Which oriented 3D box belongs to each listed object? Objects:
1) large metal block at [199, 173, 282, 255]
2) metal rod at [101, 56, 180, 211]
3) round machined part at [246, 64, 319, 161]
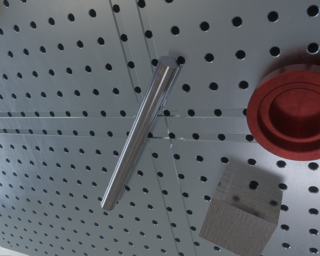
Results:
[{"bbox_3d":[0.106,0.120,0.413,0.080,0.050,0.079,21,127,15],"label":"large metal block"},{"bbox_3d":[-0.040,0.029,0.449,0.025,0.025,0.298,32,129,7],"label":"metal rod"},{"bbox_3d":[0.142,-0.018,0.314,0.098,0.042,0.097,13,124,21],"label":"round machined part"}]
